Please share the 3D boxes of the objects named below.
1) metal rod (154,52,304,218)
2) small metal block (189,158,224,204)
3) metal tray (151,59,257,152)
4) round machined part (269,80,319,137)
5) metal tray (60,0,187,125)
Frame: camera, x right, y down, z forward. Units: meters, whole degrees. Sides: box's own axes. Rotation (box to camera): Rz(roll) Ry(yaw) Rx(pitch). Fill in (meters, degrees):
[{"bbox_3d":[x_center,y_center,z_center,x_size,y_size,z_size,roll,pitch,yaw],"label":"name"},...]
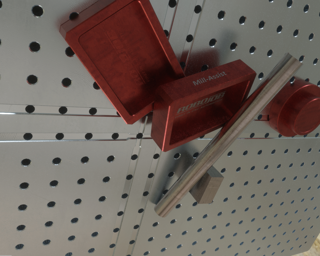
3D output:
[{"bbox_3d":[0.083,0.024,0.438,0.025,0.025,0.298,19,119,-36],"label":"metal rod"},{"bbox_3d":[0.067,0.083,0.485,0.025,0.050,0.050,7,115,-32],"label":"small metal block"},{"bbox_3d":[0.054,-0.029,0.395,0.131,0.030,0.089,-22,144,-24],"label":"metal tray"},{"bbox_3d":[0.235,-0.026,0.516,0.099,0.042,0.097,-14,125,-21],"label":"round machined part"},{"bbox_3d":[-0.034,-0.076,0.343,0.090,0.030,0.130,-36,130,-5],"label":"metal tray"}]
